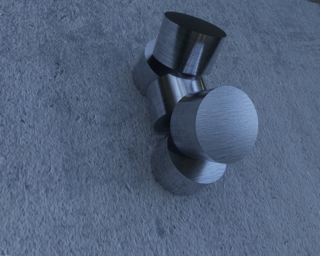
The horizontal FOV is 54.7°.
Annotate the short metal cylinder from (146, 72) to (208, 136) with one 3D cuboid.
[{"bbox_3d":[0.026,-0.030,0.403,0.081,0.080,0.050,1,61,-28],"label":"short metal cylinder"}]

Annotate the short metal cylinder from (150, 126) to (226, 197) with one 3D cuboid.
[{"bbox_3d":[0.034,0.039,0.384,0.081,0.050,0.080,14,56,-21],"label":"short metal cylinder"}]

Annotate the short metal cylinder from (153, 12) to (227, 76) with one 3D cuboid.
[{"bbox_3d":[0.036,-0.107,0.391,0.081,0.050,0.080,15,32,-9],"label":"short metal cylinder"}]

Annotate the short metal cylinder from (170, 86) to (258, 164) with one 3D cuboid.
[{"bbox_3d":[0.059,-0.003,0.338,0.081,0.050,0.080,0,90,-27],"label":"short metal cylinder"}]

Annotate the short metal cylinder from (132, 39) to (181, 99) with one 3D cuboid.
[{"bbox_3d":[0.006,-0.080,0.442,0.081,0.050,0.080,14,56,-21],"label":"short metal cylinder"}]
